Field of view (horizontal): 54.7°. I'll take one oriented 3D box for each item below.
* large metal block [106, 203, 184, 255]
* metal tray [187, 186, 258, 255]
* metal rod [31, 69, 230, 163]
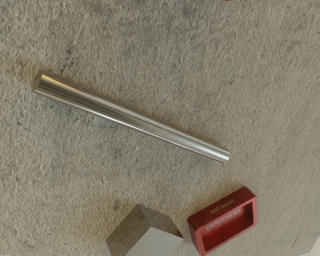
[{"bbox_3d":[-0.024,0.176,0.489,0.080,0.050,0.080,-50,129,7],"label":"large metal block"},{"bbox_3d":[0.120,0.175,0.580,0.131,0.030,0.090,-25,128,-14],"label":"metal tray"},{"bbox_3d":[-0.011,-0.002,0.400,0.302,0.025,0.025,22,106,-37],"label":"metal rod"}]
